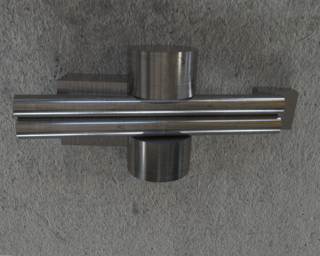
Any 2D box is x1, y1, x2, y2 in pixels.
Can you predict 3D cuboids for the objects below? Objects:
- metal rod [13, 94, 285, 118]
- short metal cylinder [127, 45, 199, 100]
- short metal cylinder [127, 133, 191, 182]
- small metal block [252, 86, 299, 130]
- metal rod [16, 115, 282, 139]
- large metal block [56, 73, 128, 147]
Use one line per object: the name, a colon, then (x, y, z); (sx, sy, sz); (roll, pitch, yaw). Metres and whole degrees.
metal rod: (-0.004, -0.026, 0.354); (0.302, 0.025, 0.025); (-1, 110, -8)
short metal cylinder: (0.003, -0.067, 0.357); (0.081, 0.080, 0.050); (1, 110, -1)
short metal cylinder: (-0.001, 0.027, 0.391); (0.081, 0.080, 0.050); (1, 110, -1)
small metal block: (0.146, -0.026, 0.403); (0.050, 0.025, 0.050); (3, 110, -1)
metal rod: (-0.005, -0.003, 0.362); (0.302, 0.025, 0.025); (-1, 110, -8)
large metal block: (-0.079, -0.024, 0.388); (0.081, 0.050, 0.079); (2, 110, -1)
